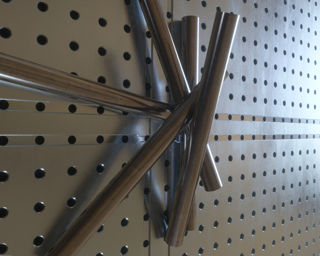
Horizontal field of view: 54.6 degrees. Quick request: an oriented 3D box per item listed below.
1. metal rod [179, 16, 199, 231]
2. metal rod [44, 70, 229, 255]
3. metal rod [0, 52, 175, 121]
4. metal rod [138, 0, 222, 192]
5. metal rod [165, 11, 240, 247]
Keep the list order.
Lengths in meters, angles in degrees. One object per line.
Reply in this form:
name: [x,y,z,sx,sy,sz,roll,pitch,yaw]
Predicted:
metal rod: [0.041,-0.007,0.442,0.025,0.025,0.298,1,89,-40]
metal rod: [-0.016,0.035,0.359,0.301,0.025,0.025,-48,119,-17]
metal rod: [-0.101,-0.046,0.323,0.302,0.025,0.025,13,82,-39]
metal rod: [0.024,-0.057,0.406,0.025,0.025,0.299,-26,100,-37]
metal rod: [0.045,0.017,0.376,0.025,0.025,0.298,-7,116,-40]
